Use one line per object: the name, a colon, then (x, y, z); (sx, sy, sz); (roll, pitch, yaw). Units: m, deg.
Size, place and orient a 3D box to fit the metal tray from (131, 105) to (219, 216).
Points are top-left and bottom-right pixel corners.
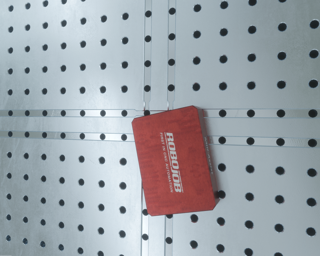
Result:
metal tray: (0.020, 0.043, 0.403); (0.090, 0.030, 0.129); (-12, 86, 19)
